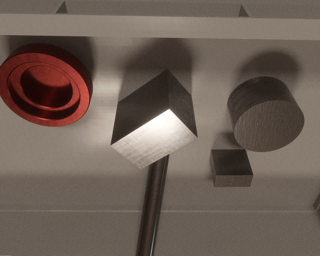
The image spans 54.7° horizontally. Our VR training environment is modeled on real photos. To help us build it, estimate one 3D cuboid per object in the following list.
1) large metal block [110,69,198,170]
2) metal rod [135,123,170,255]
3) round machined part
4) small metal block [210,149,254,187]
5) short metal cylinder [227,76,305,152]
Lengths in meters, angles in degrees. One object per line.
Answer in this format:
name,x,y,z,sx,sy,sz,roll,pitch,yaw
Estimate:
large metal block,-0.007,-0.011,0.364,0.080,0.080,0.050,-31,124,23
metal rod,-0.016,0.141,0.428,0.025,0.025,0.298,8,98,-7
round machined part,-0.126,-0.051,0.352,0.099,0.042,0.097,-1,130,0
small metal block,0.100,0.057,0.443,0.050,0.050,0.025,0,130,0
short metal cylinder,0.127,-0.016,0.381,0.081,0.050,0.079,0,130,0
